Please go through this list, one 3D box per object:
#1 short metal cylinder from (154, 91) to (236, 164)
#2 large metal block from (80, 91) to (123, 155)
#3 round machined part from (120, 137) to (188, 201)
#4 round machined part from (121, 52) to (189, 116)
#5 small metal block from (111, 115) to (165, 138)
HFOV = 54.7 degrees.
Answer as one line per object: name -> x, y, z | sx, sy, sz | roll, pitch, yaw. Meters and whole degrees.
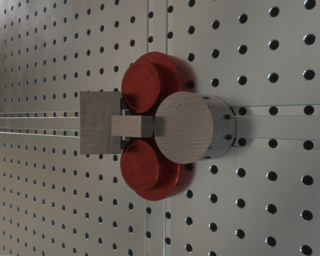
short metal cylinder -> 0.039, -0.001, 0.359 | 0.080, 0.050, 0.080 | 0, 90, 40
large metal block -> -0.078, -0.007, 0.431 | 0.050, 0.080, 0.080 | 0, 90, -4
round machined part -> -0.015, 0.048, 0.411 | 0.098, 0.042, 0.097 | 0, 90, 40
round machined part -> -0.013, -0.052, 0.410 | 0.098, 0.042, 0.097 | 0, 90, 40
small metal block -> -0.024, -0.002, 0.385 | 0.050, 0.050, 0.025 | 2, 92, 40
